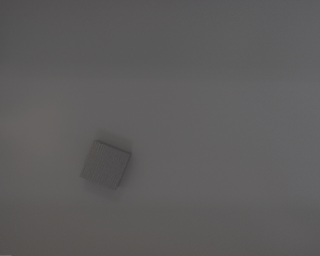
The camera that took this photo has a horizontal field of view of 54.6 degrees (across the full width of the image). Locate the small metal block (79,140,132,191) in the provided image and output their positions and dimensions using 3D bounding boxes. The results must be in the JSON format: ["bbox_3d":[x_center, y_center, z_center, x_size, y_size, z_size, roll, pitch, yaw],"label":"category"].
[{"bbox_3d":[-0.071,0.048,0.411,0.050,0.025,0.050,22,90,0],"label":"small metal block"}]
